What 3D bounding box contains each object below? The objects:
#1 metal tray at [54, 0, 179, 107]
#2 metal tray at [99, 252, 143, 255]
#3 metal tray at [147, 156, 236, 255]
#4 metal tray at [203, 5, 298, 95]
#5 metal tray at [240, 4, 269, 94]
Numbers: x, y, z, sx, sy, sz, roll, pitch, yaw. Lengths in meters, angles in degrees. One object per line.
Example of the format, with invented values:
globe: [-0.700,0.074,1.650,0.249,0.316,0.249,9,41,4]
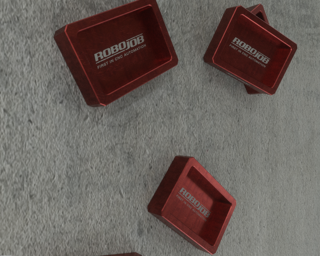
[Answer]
metal tray: [-0.044,-0.092,0.363,0.131,0.030,0.090,-36,112,-34]
metal tray: [-0.074,0.191,0.339,0.131,0.030,0.090,13,82,-39]
metal tray: [0.051,0.111,0.443,0.130,0.030,0.090,45,63,-31]
metal tray: [0.142,-0.117,0.482,0.131,0.030,0.090,22,95,-24]
metal tray: [0.166,-0.135,0.539,0.090,0.030,0.130,-45,117,-31]
